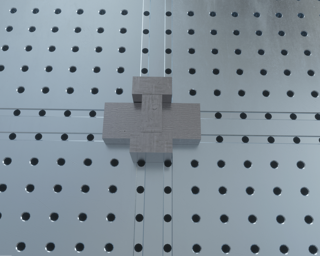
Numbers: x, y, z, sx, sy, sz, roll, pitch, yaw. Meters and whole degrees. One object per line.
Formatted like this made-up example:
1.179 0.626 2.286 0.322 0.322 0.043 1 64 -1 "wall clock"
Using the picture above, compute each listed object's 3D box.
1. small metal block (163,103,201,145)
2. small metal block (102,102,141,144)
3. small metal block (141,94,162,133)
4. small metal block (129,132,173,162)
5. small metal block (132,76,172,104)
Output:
0.028 -0.005 0.414 0.050 0.025 0.050 1 70 0 "small metal block"
-0.048 -0.006 0.413 0.050 0.025 0.050 1 70 0 "small metal block"
-0.010 -0.010 0.401 0.025 0.050 0.050 1 70 0 "small metal block"
-0.010 0.025 0.389 0.050 0.050 0.025 1 70 0 "small metal block"
-0.010 -0.046 0.415 0.050 0.050 0.025 1 70 0 "small metal block"
